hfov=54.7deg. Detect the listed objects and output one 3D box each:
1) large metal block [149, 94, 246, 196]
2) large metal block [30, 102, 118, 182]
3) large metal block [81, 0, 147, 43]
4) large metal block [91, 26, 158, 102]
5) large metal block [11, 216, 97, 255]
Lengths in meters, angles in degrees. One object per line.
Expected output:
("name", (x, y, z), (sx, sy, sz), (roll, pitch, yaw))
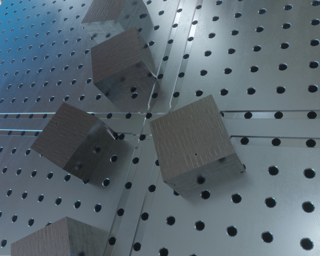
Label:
("large metal block", (0.041, 0.020, 0.357), (0.080, 0.050, 0.080), (-24, 53, 13))
("large metal block", (-0.122, 0.019, 0.443), (0.080, 0.050, 0.080), (22, 73, 35))
("large metal block", (-0.082, -0.203, 0.558), (0.080, 0.050, 0.080), (6, 64, 30))
("large metal block", (-0.057, -0.099, 0.481), (0.080, 0.050, 0.080), (-23, 54, 14))
("large metal block", (-0.120, 0.161, 0.355), (0.080, 0.050, 0.080), (-28, 52, 10))
